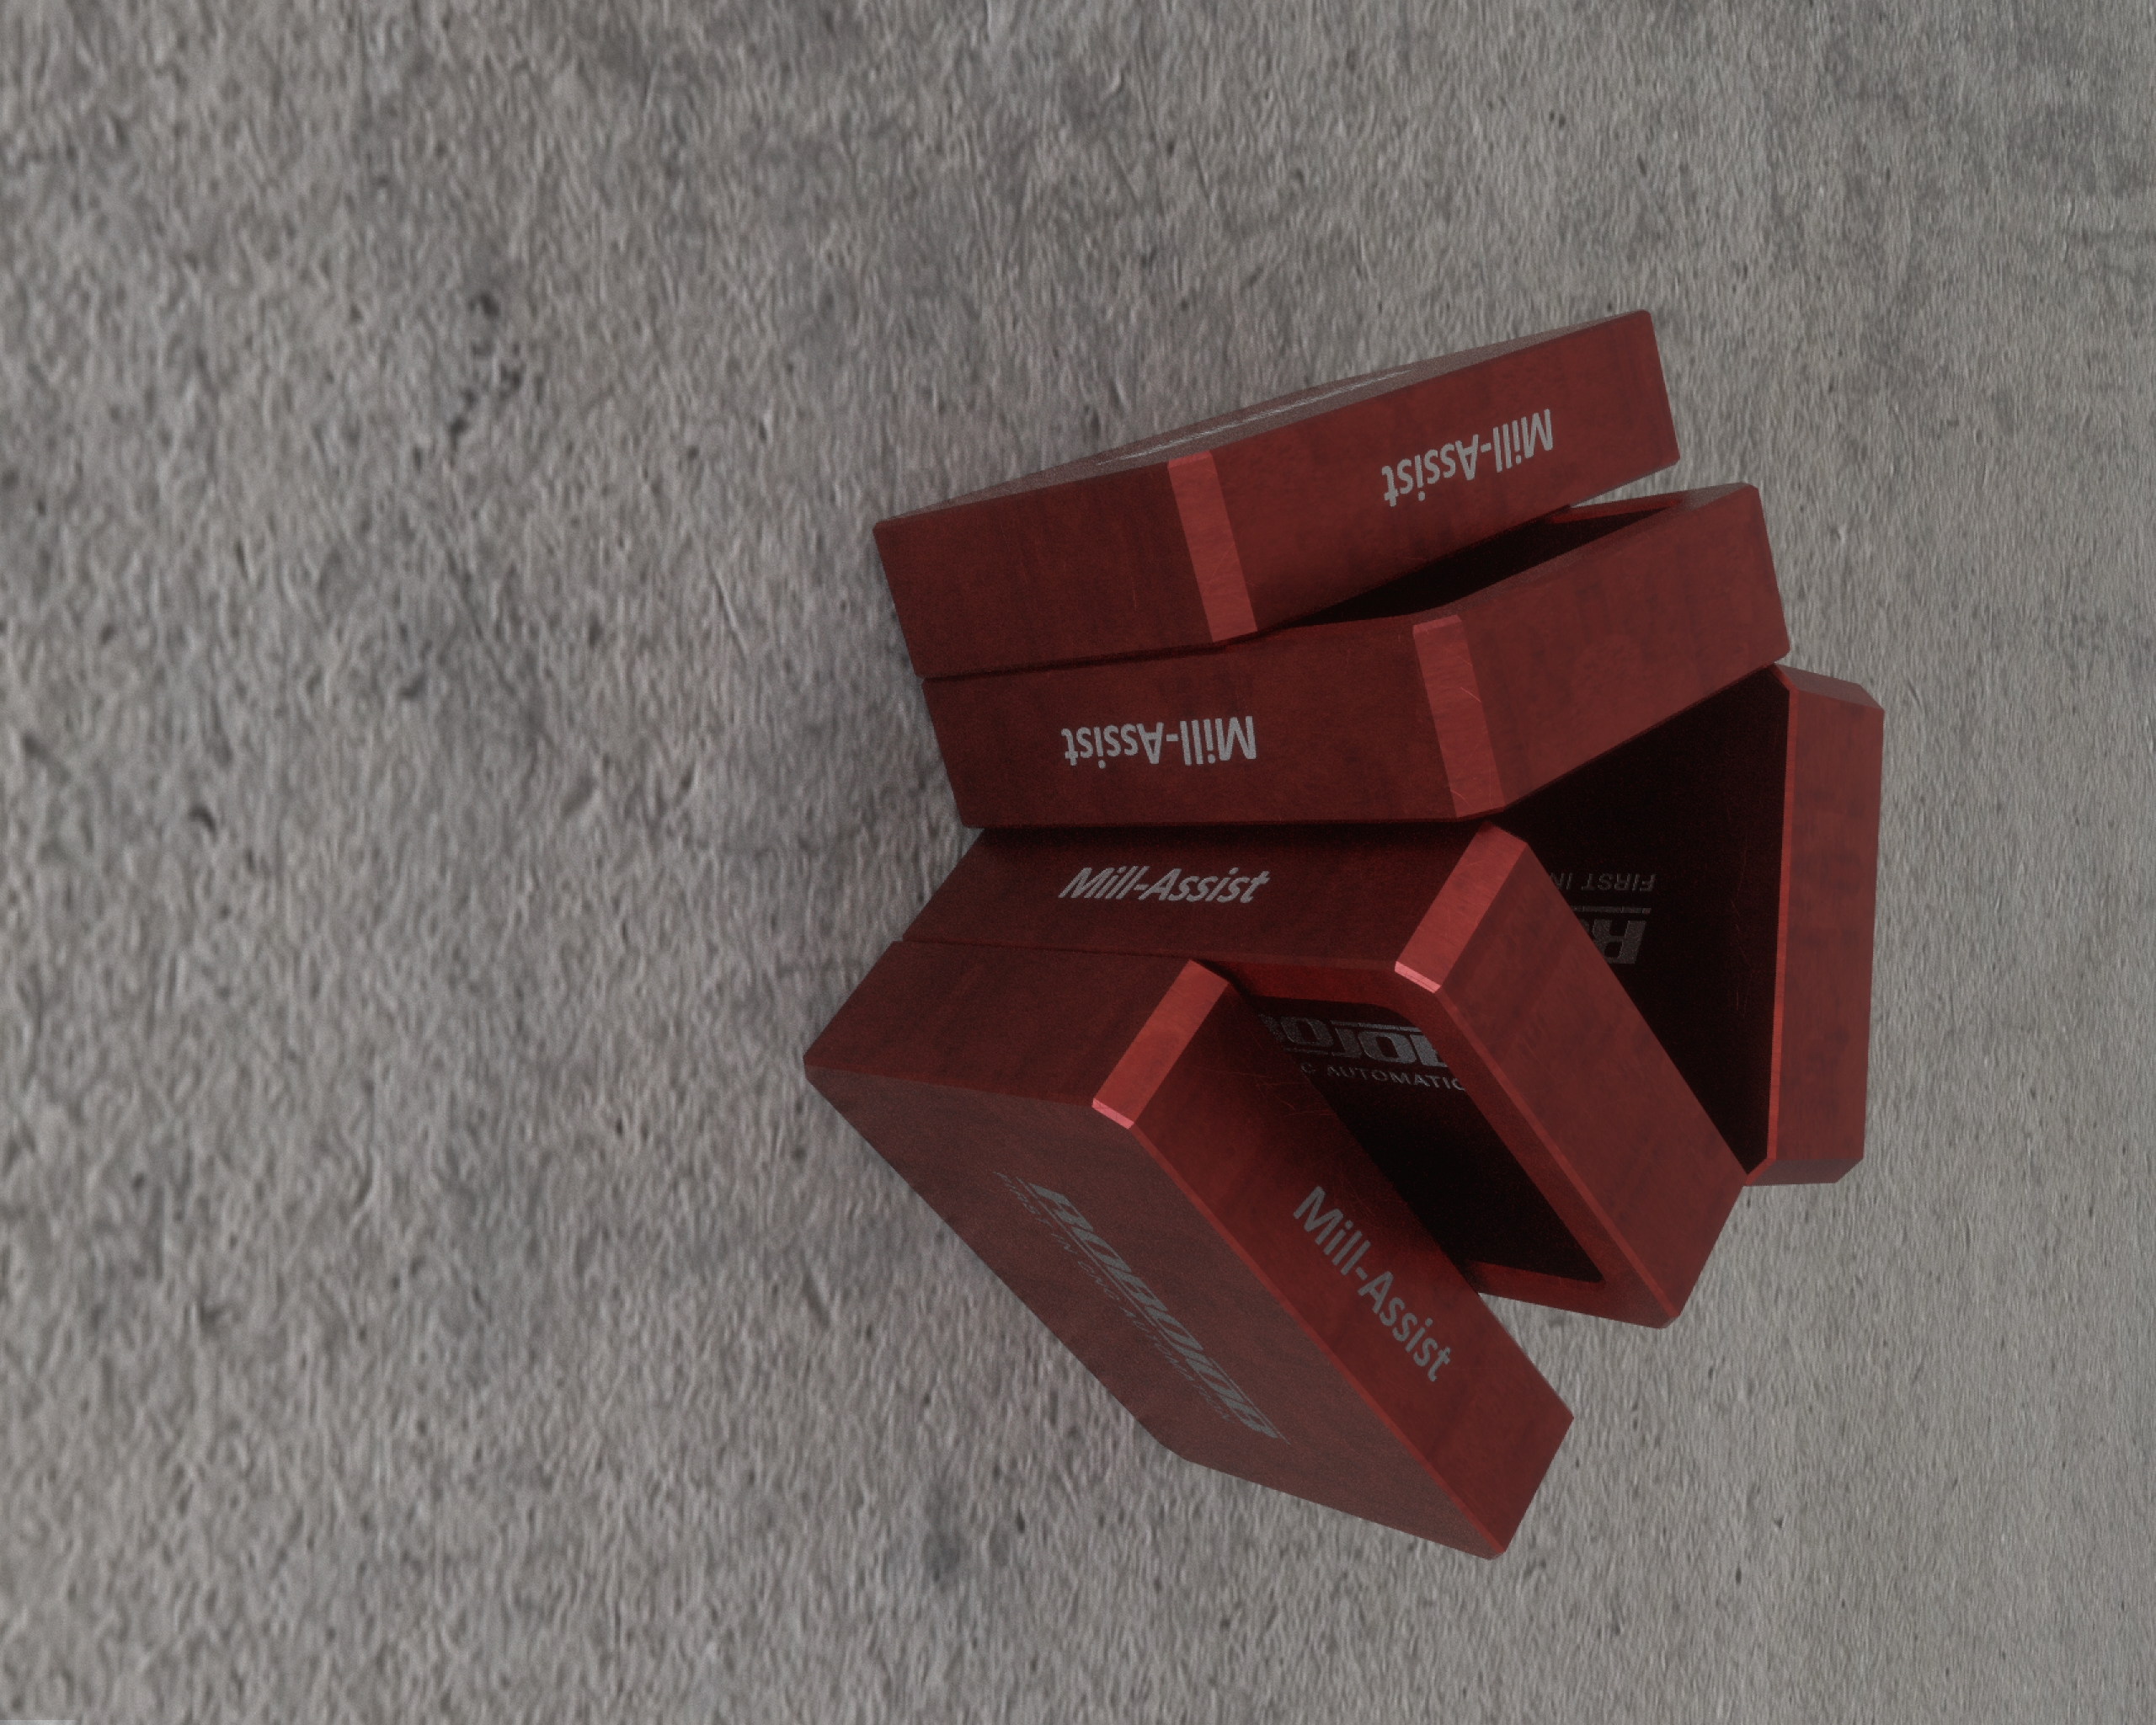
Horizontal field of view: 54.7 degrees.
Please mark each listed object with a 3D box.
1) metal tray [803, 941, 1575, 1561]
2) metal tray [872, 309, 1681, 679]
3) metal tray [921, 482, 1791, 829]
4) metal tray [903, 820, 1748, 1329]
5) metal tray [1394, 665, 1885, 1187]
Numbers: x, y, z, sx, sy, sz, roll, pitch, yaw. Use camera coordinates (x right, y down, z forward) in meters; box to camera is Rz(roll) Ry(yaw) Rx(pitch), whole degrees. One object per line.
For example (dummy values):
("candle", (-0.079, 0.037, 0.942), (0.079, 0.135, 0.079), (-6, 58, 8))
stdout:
("metal tray", (0.020, 0.069, 0.379), (0.130, 0.090, 0.030), (51, 60, -28))
("metal tray", (0.039, -0.070, 0.394), (0.131, 0.090, 0.030), (-25, 106, -37))
("metal tray", (0.046, -0.035, 0.374), (0.091, 0.130, 0.030), (-26, 106, -37))
("metal tray", (0.039, 0.034, 0.369), (0.090, 0.130, 0.030), (51, 60, -28))
("metal tray", (0.089, 0.011, 0.410), (0.030, 0.130, 0.089), (6, 86, -40))
